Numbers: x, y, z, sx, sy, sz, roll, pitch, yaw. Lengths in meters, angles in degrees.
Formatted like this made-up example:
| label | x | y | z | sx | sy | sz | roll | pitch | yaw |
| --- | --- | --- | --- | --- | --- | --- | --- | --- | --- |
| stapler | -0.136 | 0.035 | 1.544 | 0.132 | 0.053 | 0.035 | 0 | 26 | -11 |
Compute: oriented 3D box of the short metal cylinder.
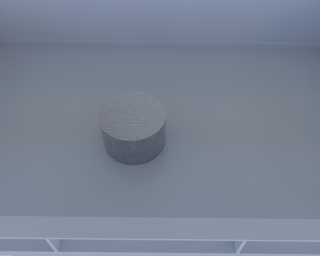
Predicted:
| label | x | y | z | sx | sy | sz | roll | pitch | yaw |
| --- | --- | --- | --- | --- | --- | --- | --- | --- | --- |
| short metal cylinder | -0.033 | 0.000 | 0.389 | 0.081 | 0.050 | 0.080 | 0 | 50 | 0 |
